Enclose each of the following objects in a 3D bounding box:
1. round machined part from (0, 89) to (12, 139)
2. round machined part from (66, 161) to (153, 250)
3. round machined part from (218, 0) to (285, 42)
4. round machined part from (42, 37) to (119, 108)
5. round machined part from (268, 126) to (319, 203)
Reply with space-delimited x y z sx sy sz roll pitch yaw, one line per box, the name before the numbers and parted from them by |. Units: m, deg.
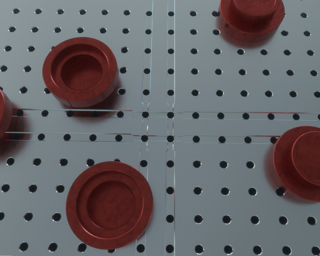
round machined part | -0.243 -0.013 0.406 0.099 0.042 0.098 0 70 0
round machined part | -0.057 0.092 0.369 0.099 0.042 0.098 0 70 0
round machined part | 0.141 -0.184 0.471 0.099 0.042 0.098 0 70 0
round machined part | -0.106 -0.073 0.429 0.099 0.042 0.098 0 70 0
round machined part | 0.191 0.042 0.388 0.099 0.042 0.098 0 70 0
